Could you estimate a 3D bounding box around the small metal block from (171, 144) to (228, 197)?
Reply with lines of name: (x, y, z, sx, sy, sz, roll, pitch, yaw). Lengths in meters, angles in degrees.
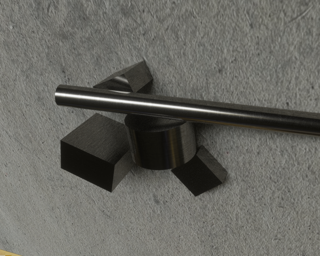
small metal block: (0.052, 0.058, 0.414, 0.050, 0.025, 0.050, 47, 129, -6)

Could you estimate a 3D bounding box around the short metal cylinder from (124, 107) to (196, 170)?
short metal cylinder: (0.002, 0.007, 0.373, 0.080, 0.080, 0.050, 6, 121, 25)

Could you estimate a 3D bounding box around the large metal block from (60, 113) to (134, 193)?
large metal block: (-0.078, 0.031, 0.430, 0.080, 0.080, 0.050, 23, 127, 14)

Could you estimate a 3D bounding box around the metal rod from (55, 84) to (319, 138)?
metal rod: (0.034, -0.019, 0.333, 0.302, 0.025, 0.025, 7, 123, 8)

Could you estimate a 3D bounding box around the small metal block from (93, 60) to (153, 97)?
small metal block: (-0.044, -0.056, 0.378, 0.050, 0.050, 0.025, -15, 111, 34)
